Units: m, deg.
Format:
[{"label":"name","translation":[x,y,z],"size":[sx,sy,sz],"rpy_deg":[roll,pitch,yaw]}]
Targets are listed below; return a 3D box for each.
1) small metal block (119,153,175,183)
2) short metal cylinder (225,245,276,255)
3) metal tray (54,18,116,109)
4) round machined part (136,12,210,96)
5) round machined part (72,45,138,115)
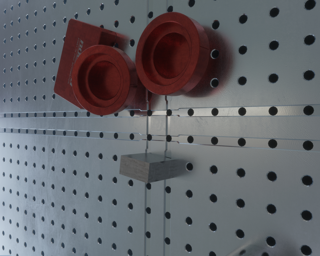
[{"label":"small metal block","translation":[-0.017,0.051,0.407],"size":[0.050,0.050,0.025],"rpy_deg":[10,97,39]},{"label":"short metal cylinder","translation":[0.091,0.168,0.318],"size":[0.080,0.050,0.079],"rpy_deg":[0,90,40]},{"label":"metal tray","translation":[-0.127,-0.105,0.511],"size":[0.090,0.030,0.129],"rpy_deg":[28,108,36]},{"label":"round machined part","translation":[0.019,-0.088,0.382],"size":[0.098,0.042,0.097],"rpy_deg":[0,90,40]},{"label":"round machined part","translation":[-0.075,-0.069,0.449],"size":[0.098,0.042,0.097],"rpy_deg":[4,99,24]}]
